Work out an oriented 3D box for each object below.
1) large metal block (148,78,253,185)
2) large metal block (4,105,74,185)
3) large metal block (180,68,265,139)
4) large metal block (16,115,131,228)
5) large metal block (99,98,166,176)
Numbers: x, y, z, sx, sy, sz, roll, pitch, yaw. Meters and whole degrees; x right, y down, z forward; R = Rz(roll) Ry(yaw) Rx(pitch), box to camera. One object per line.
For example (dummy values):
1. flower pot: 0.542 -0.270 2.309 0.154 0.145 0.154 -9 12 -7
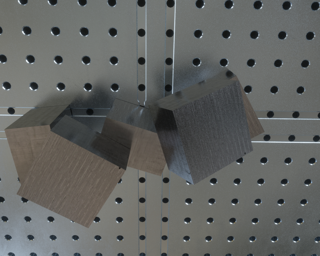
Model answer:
1. large metal block: 0.044 0.000 0.328 0.081 0.050 0.080 -25 111 -22
2. large metal block: -0.142 0.022 0.390 0.050 0.080 0.079 -6 110 2
3. large metal block: 0.072 -0.017 0.395 0.080 0.050 0.080 -29 108 9
4. large metal block: -0.088 0.045 0.329 0.080 0.050 0.080 30 107 -10
5. large metal block: -0.029 0.009 0.386 0.080 0.080 0.050 18 109 -7
